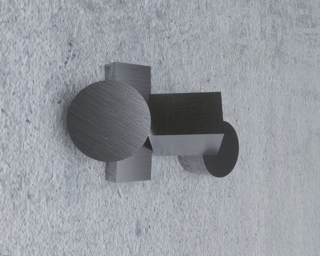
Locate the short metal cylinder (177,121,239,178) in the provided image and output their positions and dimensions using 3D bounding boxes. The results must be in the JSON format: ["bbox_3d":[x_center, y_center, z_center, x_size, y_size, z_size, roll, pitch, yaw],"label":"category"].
[{"bbox_3d":[0.070,0.029,0.451,0.081,0.050,0.079,0,90,-40],"label":"short metal cylinder"}]

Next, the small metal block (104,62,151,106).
[{"bbox_3d":[-0.038,-0.051,0.375,0.050,0.025,0.050,-2,91,-40],"label":"small metal block"}]

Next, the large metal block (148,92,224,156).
[{"bbox_3d":[0.031,-0.002,0.374,0.080,0.080,0.050,78,11,-68],"label":"large metal block"}]

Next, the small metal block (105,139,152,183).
[{"bbox_3d":[-0.038,0.038,0.376,0.050,0.025,0.050,4,88,-40],"label":"small metal block"}]

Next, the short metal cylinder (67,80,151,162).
[{"bbox_3d":[-0.051,-0.007,0.325,0.081,0.050,0.079,0,91,-5],"label":"short metal cylinder"}]
